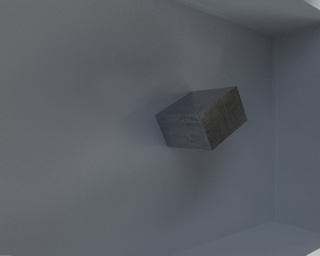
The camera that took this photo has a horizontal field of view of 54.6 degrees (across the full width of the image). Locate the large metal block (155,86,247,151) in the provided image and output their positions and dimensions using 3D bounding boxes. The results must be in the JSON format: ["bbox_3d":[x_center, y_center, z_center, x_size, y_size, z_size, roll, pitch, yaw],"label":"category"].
[{"bbox_3d":[0.055,-0.014,0.416,0.080,0.080,0.050,-34,112,-35],"label":"large metal block"}]
